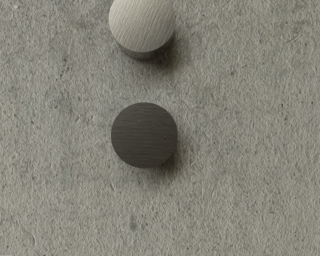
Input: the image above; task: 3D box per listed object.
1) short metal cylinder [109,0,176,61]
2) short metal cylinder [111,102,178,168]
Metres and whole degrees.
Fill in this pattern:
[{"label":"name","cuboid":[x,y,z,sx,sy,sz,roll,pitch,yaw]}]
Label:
[{"label":"short metal cylinder","cuboid":[-0.021,-0.131,0.397,0.081,0.050,0.079,0,90,0]},{"label":"short metal cylinder","cuboid":[-0.019,0.009,0.397,0.081,0.050,0.079,0,90,0]}]
